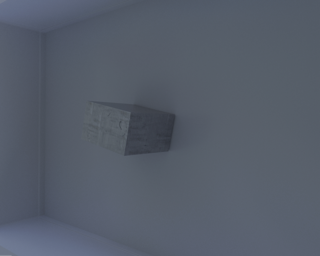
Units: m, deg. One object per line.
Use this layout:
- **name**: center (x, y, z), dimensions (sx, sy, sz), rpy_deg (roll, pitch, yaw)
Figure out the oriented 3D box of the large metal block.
- **large metal block**: center (-0.041, -0.002, 0.399), dimensions (0.080, 0.081, 0.050), rpy_deg (16, 100, 38)
